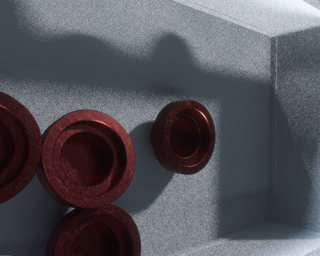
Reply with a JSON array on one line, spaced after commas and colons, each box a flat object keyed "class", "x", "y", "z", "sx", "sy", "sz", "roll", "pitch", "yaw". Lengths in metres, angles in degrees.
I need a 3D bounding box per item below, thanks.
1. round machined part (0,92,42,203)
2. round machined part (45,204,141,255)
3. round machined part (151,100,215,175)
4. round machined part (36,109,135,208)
[{"class": "round machined part", "x": -0.155, "y": 0.016, "z": 0.260, "sx": 0.099, "sy": 0.042, "sz": 0.097, "roll": 2, "pitch": 87, "yaw": -33}, {"class": "round machined part", "x": -0.072, "y": 0.130, "z": 0.327, "sx": 0.099, "sy": 0.042, "sz": 0.098, "roll": 11, "pitch": 72, "yaw": -37}, {"class": "round machined part", "x": 0.027, "y": 0.012, "z": 0.418, "sx": 0.099, "sy": 0.042, "sz": 0.097, "roll": 0, "pitch": 90, "yaw": -40}, {"class": "round machined part", "x": -0.078, "y": 0.033, "z": 0.320, "sx": 0.099, "sy": 0.042, "sz": 0.098, "roll": 12, "pitch": 70, "yaw": -34}]
